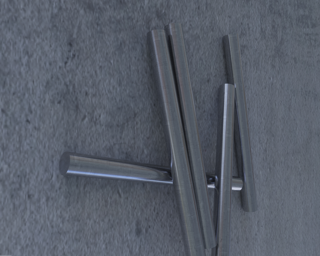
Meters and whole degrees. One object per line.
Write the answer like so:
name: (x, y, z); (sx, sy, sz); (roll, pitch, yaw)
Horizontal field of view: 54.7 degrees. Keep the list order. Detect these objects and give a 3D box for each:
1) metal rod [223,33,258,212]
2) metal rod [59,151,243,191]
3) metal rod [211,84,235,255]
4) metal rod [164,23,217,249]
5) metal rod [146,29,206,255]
metal rod: (0.136, -0.005, 0.521); (0.025, 0.025, 0.298); (-14, 99, -39)
metal rod: (0.014, 0.065, 0.418); (0.302, 0.025, 0.025); (14, 81, -39)
metal rod: (0.093, 0.075, 0.452); (0.025, 0.025, 0.299); (21, 66, -38)
metal rod: (0.040, 0.009, 0.416); (0.025, 0.025, 0.298); (-7, 87, -40)
metal rod: (0.021, 0.023, 0.397); (0.025, 0.025, 0.298); (-8, 87, -40)
